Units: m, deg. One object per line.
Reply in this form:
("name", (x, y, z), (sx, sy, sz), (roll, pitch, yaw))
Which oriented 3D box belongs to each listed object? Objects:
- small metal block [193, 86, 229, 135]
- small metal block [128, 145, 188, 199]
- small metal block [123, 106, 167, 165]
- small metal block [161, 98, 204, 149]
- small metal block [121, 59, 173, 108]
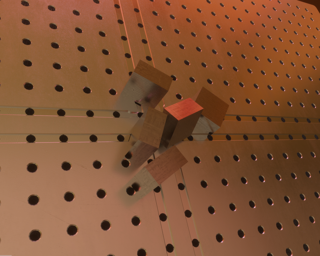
("small metal block", (0.070, -0.026, 0.464), (0.050, 0.025, 0.050), (35, 51, -6))
("small metal block", (-0.003, 0.051, 0.361), (0.050, 0.050, 0.025), (-33, 80, -38))
("small metal block", (-0.018, 0.010, 0.378), (0.025, 0.050, 0.050), (25, 53, -13))
("small metal block", (0.024, -0.007, 0.406), (0.050, 0.050, 0.025), (-25, 58, -41))
("small metal block", (-0.018, -0.057, 0.418), (0.050, 0.050, 0.025), (28, 52, -11))
